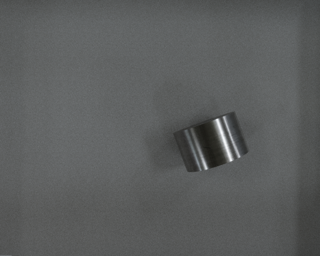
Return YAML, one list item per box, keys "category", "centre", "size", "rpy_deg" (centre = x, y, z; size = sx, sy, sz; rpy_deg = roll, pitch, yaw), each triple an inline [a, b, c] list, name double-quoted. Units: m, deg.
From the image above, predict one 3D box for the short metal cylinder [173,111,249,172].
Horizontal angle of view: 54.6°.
- category: "short metal cylinder"
  centre: [0.063, 0.017, 0.384]
  size: [0.080, 0.080, 0.050]
  rpy_deg: [-20, 90, 0]
